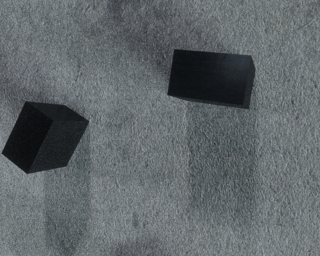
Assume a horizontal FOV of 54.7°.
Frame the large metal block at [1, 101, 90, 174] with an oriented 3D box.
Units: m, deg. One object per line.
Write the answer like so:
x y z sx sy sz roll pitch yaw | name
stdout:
-0.158 0.012 0.435 0.050 0.080 0.080 32 101 17 | large metal block

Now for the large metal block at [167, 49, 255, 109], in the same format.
0.063 -0.054 0.357 0.080 0.080 0.050 10 94 19 | large metal block
